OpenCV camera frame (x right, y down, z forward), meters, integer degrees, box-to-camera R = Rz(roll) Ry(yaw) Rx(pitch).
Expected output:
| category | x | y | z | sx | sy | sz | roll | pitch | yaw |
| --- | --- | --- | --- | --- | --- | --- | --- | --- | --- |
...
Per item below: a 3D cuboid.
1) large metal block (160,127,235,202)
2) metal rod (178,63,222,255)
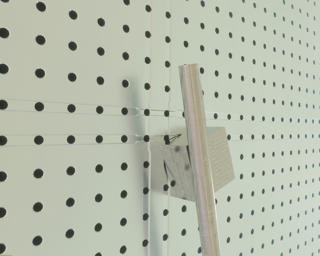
| category | x | y | z | sx | sy | sz | roll | pitch | yaw |
| --- | --- | --- | --- | --- | --- | --- | --- | --- | --- |
| large metal block | 0.055 | 0.048 | 0.439 | 0.081 | 0.050 | 0.080 | -23 | 105 | -38 |
| metal rod | 0.054 | 0.071 | 0.389 | 0.025 | 0.025 | 0.298 | -13 | 99 | -39 |
